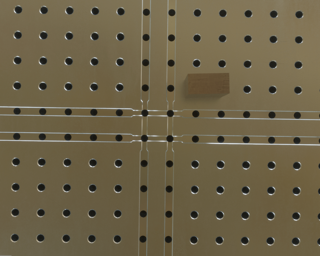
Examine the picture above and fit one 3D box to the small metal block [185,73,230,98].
[{"bbox_3d":[0.059,-0.054,0.401,0.050,0.050,0.025,-1,90,0],"label":"small metal block"}]
